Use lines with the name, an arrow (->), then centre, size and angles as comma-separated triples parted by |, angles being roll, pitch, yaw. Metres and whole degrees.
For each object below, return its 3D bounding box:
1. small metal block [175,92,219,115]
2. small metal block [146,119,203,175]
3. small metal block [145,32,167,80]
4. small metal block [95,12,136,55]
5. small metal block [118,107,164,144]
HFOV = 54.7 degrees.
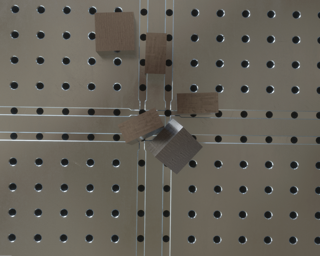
small metal block -> 0.046, -0.031, 0.402 | 0.050, 0.050, 0.025 | -2, 90, -1
small metal block -> 0.019, 0.025, 0.401 | 0.050, 0.025, 0.050 | -47, 130, 0
small metal block -> -0.005, -0.091, 0.401 | 0.025, 0.050, 0.050 | 2, 90, 0
small metal block -> -0.059, -0.125, 0.413 | 0.050, 0.025, 0.050 | -2, 90, -1
small metal block -> -0.022, -0.001, 0.399 | 0.050, 0.050, 0.025 | -25, 84, 0
